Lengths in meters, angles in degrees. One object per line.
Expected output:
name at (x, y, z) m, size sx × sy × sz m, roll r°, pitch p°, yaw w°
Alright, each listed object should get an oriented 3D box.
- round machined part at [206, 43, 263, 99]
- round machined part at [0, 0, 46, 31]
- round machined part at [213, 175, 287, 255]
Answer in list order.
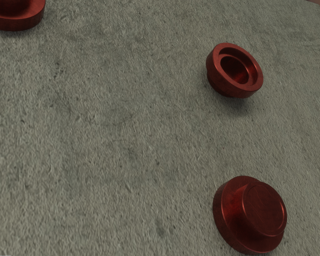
round machined part at (0.117, -0.089, 0.510) m, size 0.099 × 0.042 × 0.098 m, roll 14°, pitch 56°, yaw -21°
round machined part at (-0.197, -0.174, 0.393) m, size 0.099 × 0.042 × 0.098 m, roll 14°, pitch 56°, yaw -21°
round machined part at (0.120, 0.106, 0.392) m, size 0.099 × 0.042 × 0.098 m, roll 14°, pitch 56°, yaw -21°
